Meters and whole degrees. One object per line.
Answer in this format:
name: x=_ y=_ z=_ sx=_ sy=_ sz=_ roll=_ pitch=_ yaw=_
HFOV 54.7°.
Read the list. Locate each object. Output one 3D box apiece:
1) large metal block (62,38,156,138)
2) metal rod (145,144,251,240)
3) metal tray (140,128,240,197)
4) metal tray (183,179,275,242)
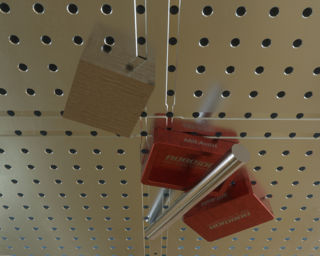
large metal block: x=-0.058 y=-0.044 z=0.357 sx=0.081 sy=0.050 sz=0.079 roll=18 pitch=128 yaw=-15
metal rod: x=0.039 y=0.113 z=0.470 sx=0.025 sy=0.025 sz=0.298 roll=17 pitch=140 yaw=-14
metal tray: x=0.045 y=0.053 z=0.453 sx=0.131 sy=0.030 sz=0.089 roll=11 pitch=129 yaw=-10
metal tray: x=0.116 y=0.145 z=0.533 sx=0.130 sy=0.030 sz=0.090 roll=-29 pitch=125 yaw=22
